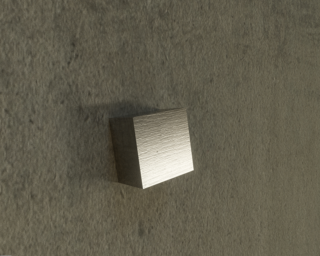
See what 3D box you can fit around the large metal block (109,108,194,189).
[{"bbox_3d":[-0.009,0.021,0.380,0.081,0.050,0.080,-13,98,-39],"label":"large metal block"}]
